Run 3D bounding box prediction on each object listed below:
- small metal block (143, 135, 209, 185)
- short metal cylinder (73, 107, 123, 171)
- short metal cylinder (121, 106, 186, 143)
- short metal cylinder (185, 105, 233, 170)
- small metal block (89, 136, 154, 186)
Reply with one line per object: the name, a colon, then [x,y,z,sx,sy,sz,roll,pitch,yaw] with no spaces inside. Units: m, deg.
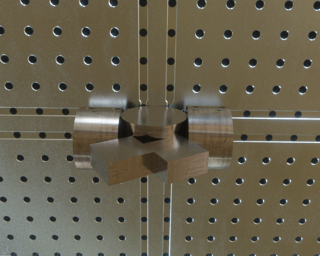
small metal block: [0.016,0.032,0.330,0.050,0.050,0.025,-11,113,-29]
short metal cylinder: [-0.073,0.013,0.388,0.050,0.080,0.079,1,110,0]
short metal cylinder: [-0.007,0.008,0.386,0.081,0.080,0.050,1,110,-1]
short metal cylinder: [0.058,0.012,0.388,0.050,0.080,0.079,1,110,0]
small metal block: [-0.040,0.032,0.325,0.050,0.050,0.025,-11,114,-30]
